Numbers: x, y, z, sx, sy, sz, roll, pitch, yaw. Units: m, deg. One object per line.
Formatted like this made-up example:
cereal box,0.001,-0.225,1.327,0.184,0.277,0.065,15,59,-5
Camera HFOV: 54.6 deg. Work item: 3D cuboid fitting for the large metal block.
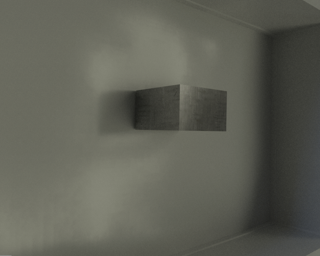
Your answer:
large metal block,0.026,-0.022,0.388,0.081,0.080,0.050,1,90,-40
